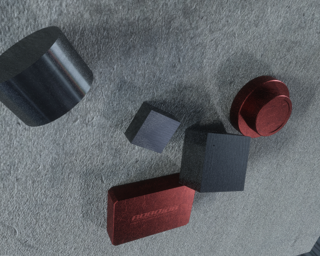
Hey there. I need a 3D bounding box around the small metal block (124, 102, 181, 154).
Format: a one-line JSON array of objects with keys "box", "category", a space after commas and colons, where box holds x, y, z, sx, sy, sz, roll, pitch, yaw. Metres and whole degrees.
[{"box": [-0.010, 0.000, 0.403, 0.050, 0.025, 0.050, 22, 106, -37], "category": "small metal block"}]

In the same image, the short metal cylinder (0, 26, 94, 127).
[{"box": [-0.109, -0.048, 0.283, 0.080, 0.080, 0.050, -37, 130, -4], "category": "short metal cylinder"}]

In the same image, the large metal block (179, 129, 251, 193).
[{"box": [0.079, 0.046, 0.447, 0.081, 0.050, 0.079, 5, 93, -31], "category": "large metal block"}]

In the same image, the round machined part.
[{"box": [0.159, -0.026, 0.469, 0.099, 0.042, 0.097, -14, 125, -21], "category": "round machined part"}]

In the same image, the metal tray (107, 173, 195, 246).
[{"box": [-0.013, 0.122, 0.474, 0.131, 0.030, 0.089, -8, 122, -25], "category": "metal tray"}]
